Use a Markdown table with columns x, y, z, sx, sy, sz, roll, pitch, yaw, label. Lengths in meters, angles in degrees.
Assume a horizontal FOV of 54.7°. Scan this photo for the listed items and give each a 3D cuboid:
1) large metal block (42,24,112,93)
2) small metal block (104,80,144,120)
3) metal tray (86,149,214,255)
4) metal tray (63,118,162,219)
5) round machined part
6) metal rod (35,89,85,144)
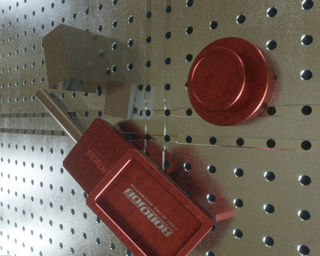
| x | y | z | sx | sy | sz | roll | pitch | yaw | label |
| --- | --- | --- | --- | --- | --- | --- | --- | --- | --- |
| -0.125 | -0.102 | 0.474 | 0.050 | 0.081 | 0.080 | -17 | 79 | 38 | large metal block |
| -0.053 | -0.041 | 0.451 | 0.050 | 0.025 | 0.050 | 13 | 98 | 39 | small metal block |
| -0.013 | 0.099 | 0.371 | 0.130 | 0.030 | 0.090 | 42 | 93 | 13 | metal tray |
| -0.070 | 0.056 | 0.438 | 0.130 | 0.030 | 0.090 | 39 | 92 | 30 | metal tray |
| 0.070 | -0.051 | 0.339 | 0.098 | 0.042 | 0.097 | 0 | 90 | 39 | round machined part |
| -0.129 | 0.020 | 0.512 | 0.300 | 0.025 | 0.025 | 41 | 115 | 32 | metal rod |
